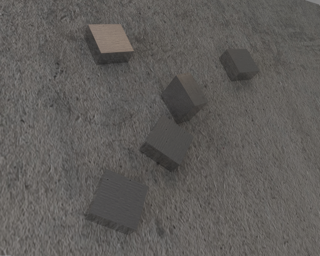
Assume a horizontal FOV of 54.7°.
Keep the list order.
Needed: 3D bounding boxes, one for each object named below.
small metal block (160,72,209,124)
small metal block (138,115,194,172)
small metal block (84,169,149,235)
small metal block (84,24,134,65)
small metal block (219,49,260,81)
[{"bbox_3d":[0.033,-0.041,0.430,0.025,0.050,0.050,-18,72,-35],"label":"small metal block"},{"bbox_3d":[0.009,0.020,0.396,0.050,0.025,0.050,35,51,-5],"label":"small metal block"},{"bbox_3d":[-0.045,0.079,0.331,0.050,0.025,0.050,25,53,-13],"label":"small metal block"},{"bbox_3d":[-0.072,-0.119,0.437,0.050,0.025,0.050,-14,69,-34],"label":"small metal block"},{"bbox_3d":[0.140,-0.112,0.547,0.050,0.025,0.050,-10,67,-33],"label":"small metal block"}]
